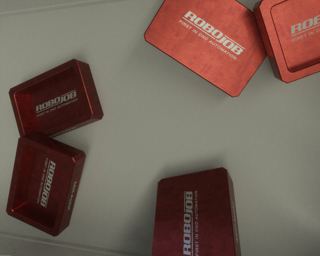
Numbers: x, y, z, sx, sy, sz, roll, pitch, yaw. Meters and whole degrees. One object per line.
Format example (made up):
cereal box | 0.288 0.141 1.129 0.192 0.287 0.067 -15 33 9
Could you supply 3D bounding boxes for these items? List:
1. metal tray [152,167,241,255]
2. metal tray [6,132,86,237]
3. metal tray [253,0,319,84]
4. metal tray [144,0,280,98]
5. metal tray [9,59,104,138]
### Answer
metal tray | 0.040 0.112 0.351 0.090 0.030 0.130 -14 43 19
metal tray | -0.167 0.081 0.448 0.090 0.030 0.129 21 107 11
metal tray | 0.175 -0.112 0.320 0.130 0.030 0.090 -20 104 11
metal tray | 0.059 -0.107 0.361 0.130 0.030 0.090 32 101 -7
metal tray | -0.157 -0.037 0.463 0.130 0.030 0.090 -19 84 18
